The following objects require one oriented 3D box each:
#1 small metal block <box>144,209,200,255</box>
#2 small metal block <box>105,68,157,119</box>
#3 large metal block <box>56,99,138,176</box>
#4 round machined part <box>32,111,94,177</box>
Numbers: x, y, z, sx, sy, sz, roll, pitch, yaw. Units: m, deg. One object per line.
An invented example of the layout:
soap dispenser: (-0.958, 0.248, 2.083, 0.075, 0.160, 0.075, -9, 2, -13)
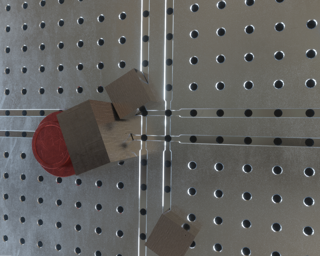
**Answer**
small metal block: (0.016, 0.144, 0.406, 0.050, 0.025, 0.050, 31, 100, 17)
small metal block: (-0.040, -0.046, 0.426, 0.050, 0.025, 0.050, -30, 81, 17)
large metal block: (-0.080, 0.012, 0.410, 0.050, 0.080, 0.080, -22, 83, 18)
round machined part: (-0.146, 0.024, 0.453, 0.098, 0.042, 0.097, 0, 90, 19)
